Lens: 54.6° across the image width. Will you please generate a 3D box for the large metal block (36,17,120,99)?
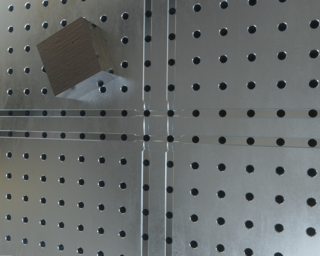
[{"bbox_3d":[-0.116,-0.095,0.441,0.080,0.050,0.080,-24,82,18],"label":"large metal block"}]
